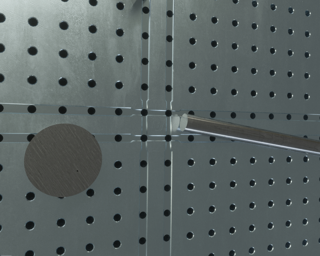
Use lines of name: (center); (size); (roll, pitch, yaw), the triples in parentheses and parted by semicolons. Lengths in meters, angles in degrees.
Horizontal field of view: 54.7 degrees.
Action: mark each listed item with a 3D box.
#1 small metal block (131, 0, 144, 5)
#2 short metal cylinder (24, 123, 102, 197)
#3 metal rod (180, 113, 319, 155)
small metal block: (-0.029, -0.191, 0.388); (0.025, 0.050, 0.050); (-33, 101, -17)
short metal cylinder: (-0.112, 0.035, 0.358); (0.081, 0.050, 0.080); (0, 90, -20)
metal rod: (0.172, 0.017, 0.475); (0.302, 0.025, 0.025); (10, 87, -20)
